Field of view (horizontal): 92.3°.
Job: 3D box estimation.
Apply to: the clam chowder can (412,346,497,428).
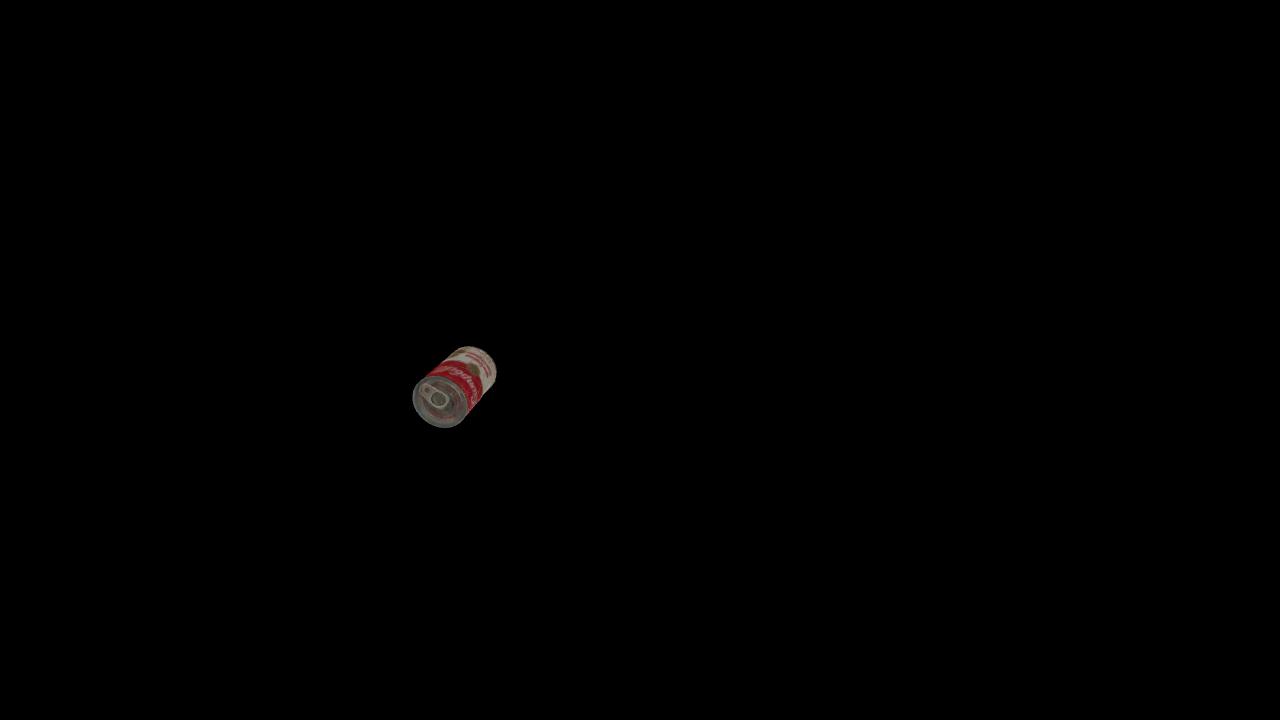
[{"bbox_3d":[-0.226,0.031,0.762,0.068,0.068,0.102,0,22,9],"label":"clam chowder can"}]
